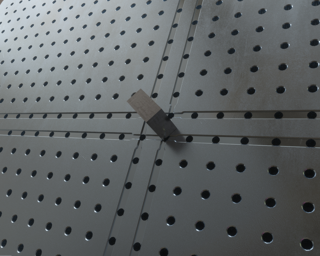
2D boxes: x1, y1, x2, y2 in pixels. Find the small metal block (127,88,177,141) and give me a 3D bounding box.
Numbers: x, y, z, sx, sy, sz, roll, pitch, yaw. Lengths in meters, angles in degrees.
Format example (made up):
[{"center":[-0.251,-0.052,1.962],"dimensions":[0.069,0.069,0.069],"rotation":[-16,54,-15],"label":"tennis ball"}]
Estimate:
[{"center":[-0.010,-0.017,0.407],"dimensions":[0.025,0.050,0.050],"rotation":[-43,51,-1],"label":"small metal block"}]
